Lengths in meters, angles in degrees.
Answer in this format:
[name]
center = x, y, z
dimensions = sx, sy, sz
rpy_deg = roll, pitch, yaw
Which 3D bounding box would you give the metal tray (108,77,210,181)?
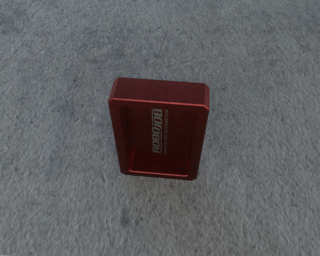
[metal tray]
center = 0.000, 0.007, 0.329
dimensions = 0.091, 0.129, 0.030
rpy_deg = 4, 50, 3
